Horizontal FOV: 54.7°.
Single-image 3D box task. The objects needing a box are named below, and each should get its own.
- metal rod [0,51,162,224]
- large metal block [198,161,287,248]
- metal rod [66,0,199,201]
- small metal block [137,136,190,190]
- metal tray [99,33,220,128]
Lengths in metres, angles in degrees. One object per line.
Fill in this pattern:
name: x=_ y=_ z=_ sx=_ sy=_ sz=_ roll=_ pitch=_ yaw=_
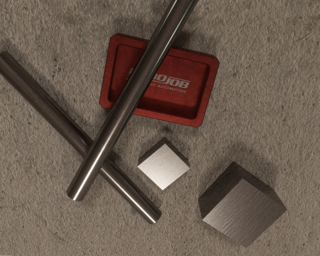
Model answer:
metal rod: x=-0.101 y=0.023 z=0.416 sx=0.025 sy=0.025 sz=0.300 roll=-37 pitch=106 yaw=12
large metal block: x=0.113 y=0.108 z=0.438 sx=0.080 sy=0.050 sz=0.080 roll=35 pitch=106 yaw=-13
metal rod: x=-0.036 y=-0.034 z=0.364 sx=0.025 sy=0.025 sz=0.298 roll=29 pitch=107 yaw=-11
small metal block: x=0.005 y=0.049 z=0.428 sx=0.050 sy=0.025 sz=0.050 roll=-41 pitch=106 yaw=13
metal tray: x=-0.002 y=-0.058 z=0.385 sx=0.131 sy=0.030 sz=0.089 roll=12 pitch=110 yaw=-5
